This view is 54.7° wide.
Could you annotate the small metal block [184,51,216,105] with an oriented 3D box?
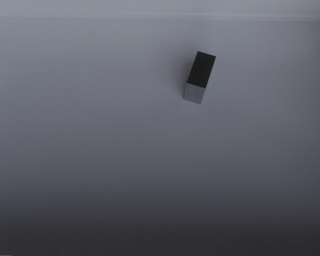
[{"bbox_3d":[0.053,-0.067,0.422,0.025,0.050,0.050,18,71,6],"label":"small metal block"}]
